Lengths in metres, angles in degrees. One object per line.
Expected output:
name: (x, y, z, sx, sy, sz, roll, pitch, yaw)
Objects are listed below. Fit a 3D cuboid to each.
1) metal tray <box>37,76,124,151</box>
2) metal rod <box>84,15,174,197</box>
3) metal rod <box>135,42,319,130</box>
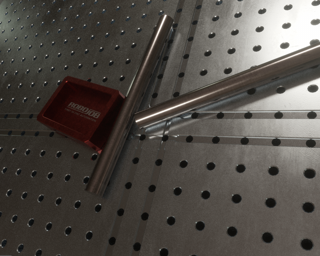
metal tray: (-0.123, -0.027, 0.483, 0.130, 0.030, 0.090, 19, 72, 35)
metal rod: (-0.037, -0.046, 0.454, 0.025, 0.025, 0.300, 7, 65, 31)
metal rod: (0.107, -0.059, 0.387, 0.301, 0.025, 0.025, -20, 54, 16)
